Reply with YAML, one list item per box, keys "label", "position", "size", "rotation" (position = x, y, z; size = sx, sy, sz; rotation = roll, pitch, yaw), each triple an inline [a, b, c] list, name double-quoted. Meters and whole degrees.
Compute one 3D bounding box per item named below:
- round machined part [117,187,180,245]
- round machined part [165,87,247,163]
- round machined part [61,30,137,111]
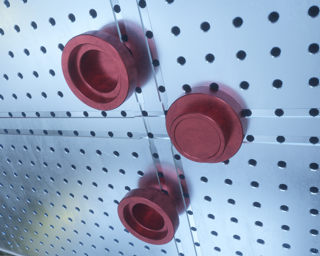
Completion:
- label: "round machined part"
  position: [-0.014, 0.134, 0.491]
  size: [0.098, 0.042, 0.097]
  rotation: [13, 124, 21]
- label: "round machined part"
  position: [0.051, 0.003, 0.376]
  size: [0.098, 0.042, 0.097]
  rotation: [13, 124, 21]
- label: "round machined part"
  position: [-0.072, -0.075, 0.393]
  size: [0.098, 0.042, 0.097]
  rotation: [13, 124, 21]
